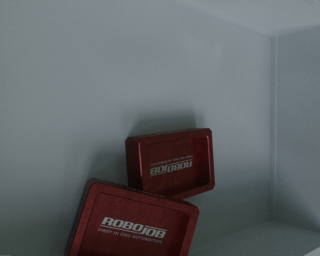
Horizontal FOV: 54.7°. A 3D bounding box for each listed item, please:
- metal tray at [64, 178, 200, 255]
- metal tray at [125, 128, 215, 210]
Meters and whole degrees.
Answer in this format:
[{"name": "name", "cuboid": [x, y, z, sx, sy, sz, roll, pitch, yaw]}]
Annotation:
[{"name": "metal tray", "cuboid": [-0.029, 0.116, 0.346, 0.131, 0.030, 0.090, 18, 84, -19]}, {"name": "metal tray", "cuboid": [0.018, 0.050, 0.418, 0.131, 0.030, 0.089, -7, 95, -40]}]
